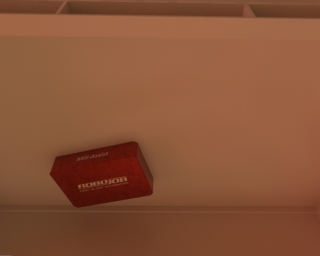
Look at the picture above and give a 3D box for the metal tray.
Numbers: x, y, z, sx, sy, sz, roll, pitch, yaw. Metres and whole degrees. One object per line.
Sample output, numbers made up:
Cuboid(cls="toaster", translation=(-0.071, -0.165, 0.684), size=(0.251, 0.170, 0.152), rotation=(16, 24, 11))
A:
Cuboid(cls="metal tray", translation=(-0.084, 0.073, 0.467), size=(0.130, 0.030, 0.090), rotation=(-12, 129, 9))
